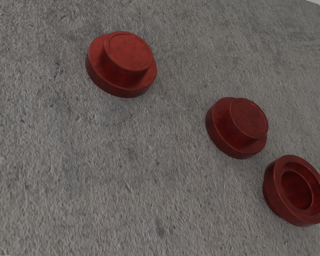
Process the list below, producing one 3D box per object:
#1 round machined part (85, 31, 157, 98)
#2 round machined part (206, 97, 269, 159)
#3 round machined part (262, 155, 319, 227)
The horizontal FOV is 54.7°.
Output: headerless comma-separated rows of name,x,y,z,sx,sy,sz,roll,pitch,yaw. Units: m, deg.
round machined part,-0.048,-0.093,0.423,0.099,0.042,0.098,14,56,-21
round machined part,0.121,-0.006,0.461,0.099,0.042,0.098,14,56,-21
round machined part,0.186,0.091,0.437,0.099,0.042,0.098,14,56,-21
